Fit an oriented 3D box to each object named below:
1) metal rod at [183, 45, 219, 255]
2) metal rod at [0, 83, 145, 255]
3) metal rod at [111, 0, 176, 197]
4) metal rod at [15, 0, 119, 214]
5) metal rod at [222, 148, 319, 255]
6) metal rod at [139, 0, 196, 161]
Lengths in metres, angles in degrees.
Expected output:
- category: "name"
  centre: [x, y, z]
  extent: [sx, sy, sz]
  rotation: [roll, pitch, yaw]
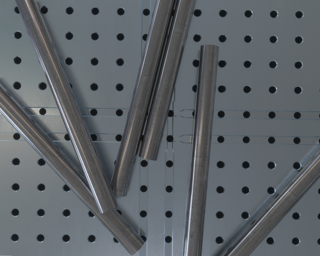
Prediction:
- category: "metal rod"
  centre: [0.054, 0.041, 0.413]
  extent: [0.025, 0.025, 0.298]
  rotation: [5, 90, 0]
- category: "metal rod"
  centre: [-0.131, 0.049, 0.412]
  extent: [0.025, 0.025, 0.300]
  rotation: [-42, 90, 0]
- category: "metal rod"
  centre: [-0.020, -0.058, 0.413]
  extent: [0.025, 0.025, 0.299]
  rotation: [14, 90, 0]
- category: "metal rod"
  centre: [-0.122, -0.035, 0.402]
  extent: [0.025, 0.025, 0.299]
  rotation: [-23, 86, 0]
- category: "metal rod"
  centre: [0.154, 0.112, 0.414]
  extent: [0.025, 0.025, 0.300]
  rotation: [42, 90, 0]
- category: "metal rod"
  centre: [0.019, -0.105, 0.413]
  extent: [0.025, 0.025, 0.299]
  rotation: [14, 90, 0]
